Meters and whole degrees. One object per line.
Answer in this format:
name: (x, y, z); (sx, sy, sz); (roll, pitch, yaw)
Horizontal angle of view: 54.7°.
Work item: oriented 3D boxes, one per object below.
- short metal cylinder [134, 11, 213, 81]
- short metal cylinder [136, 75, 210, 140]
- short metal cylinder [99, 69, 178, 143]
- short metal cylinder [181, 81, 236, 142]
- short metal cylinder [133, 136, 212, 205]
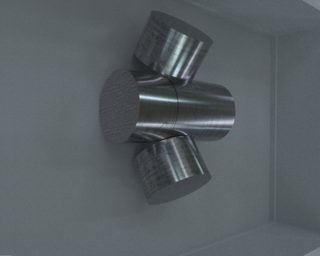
short metal cylinder: (0.016, -0.099, 0.372); (0.081, 0.080, 0.050); (2, 127, -40)
short metal cylinder: (0.014, -0.022, 0.380); (0.050, 0.080, 0.080); (2, 89, -40)
short metal cylinder: (-0.026, -0.023, 0.347); (0.050, 0.080, 0.080); (2, 89, -40)
short metal cylinder: (0.052, -0.022, 0.412); (0.050, 0.080, 0.080); (2, 89, -40)
short metal cylinder: (0.014, 0.052, 0.371); (0.081, 0.080, 0.050); (0, 56, -40)
